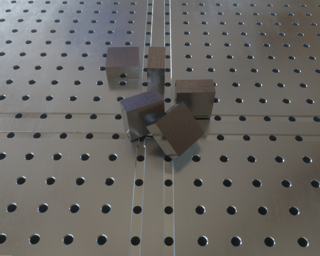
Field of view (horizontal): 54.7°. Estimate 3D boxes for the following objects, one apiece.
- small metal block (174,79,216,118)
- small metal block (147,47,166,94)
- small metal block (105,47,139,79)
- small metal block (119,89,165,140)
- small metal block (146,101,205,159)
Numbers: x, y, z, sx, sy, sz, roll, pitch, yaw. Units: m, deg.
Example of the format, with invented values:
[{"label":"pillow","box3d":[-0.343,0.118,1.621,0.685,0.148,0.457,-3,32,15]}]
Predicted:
[{"label":"small metal block","box3d":[0.046,-0.039,0.425,0.050,0.050,0.025,-1,50,-2]},{"label":"small metal block","box3d":[-0.005,-0.086,0.464,0.025,0.050,0.050,2,50,1]},{"label":"small metal block","box3d":[-0.058,-0.104,0.494,0.050,0.025,0.050,-1,50,-2]},{"label":"small metal block","box3d":[-0.022,-0.017,0.404,0.050,0.050,0.025,-20,46,-16]},{"label":"small metal block","box3d":[0.020,0.003,0.389,0.050,0.025,0.050,-39,100,-28]}]
